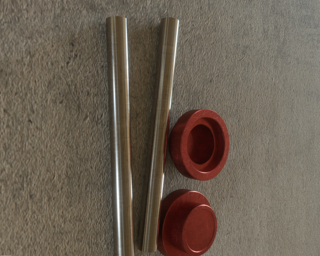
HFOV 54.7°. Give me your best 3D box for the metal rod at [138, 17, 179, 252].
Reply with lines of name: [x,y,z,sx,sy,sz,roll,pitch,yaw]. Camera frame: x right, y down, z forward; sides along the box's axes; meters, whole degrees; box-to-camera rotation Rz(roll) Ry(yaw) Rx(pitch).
metal rod: [-0.001,0.005,0.403,0.025,0.025,0.298,9,84,-40]

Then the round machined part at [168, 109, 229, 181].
round machined part: [0.050,0.023,0.436,0.099,0.042,0.097,0,90,-40]

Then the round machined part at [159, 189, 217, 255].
round machined part: [0.042,0.137,0.429,0.099,0.042,0.097,0,90,-40]

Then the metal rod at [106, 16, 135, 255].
metal rod: [-0.046,0.022,0.365,0.025,0.025,0.298,-3,92,-40]
